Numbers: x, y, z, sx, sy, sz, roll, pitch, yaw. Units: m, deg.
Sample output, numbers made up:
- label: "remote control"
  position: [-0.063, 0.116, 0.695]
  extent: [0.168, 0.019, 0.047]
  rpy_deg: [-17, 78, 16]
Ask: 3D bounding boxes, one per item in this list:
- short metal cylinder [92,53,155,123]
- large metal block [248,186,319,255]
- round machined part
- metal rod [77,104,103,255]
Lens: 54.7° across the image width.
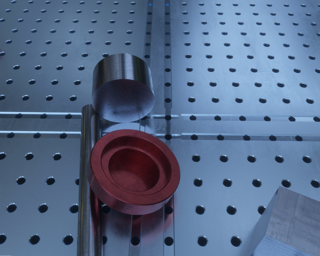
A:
- label: "short metal cylinder"
  position: [-0.050, -0.052, 0.415]
  extent: [0.081, 0.080, 0.050]
  rpy_deg: [-5, 50, -4]
- label: "large metal block"
  position: [0.132, 0.108, 0.283]
  extent: [0.080, 0.080, 0.050]
  rpy_deg: [21, 53, 16]
- label: "round machined part"
  position: [-0.031, 0.051, 0.341]
  extent: [0.099, 0.042, 0.098]
  rpy_deg: [14, 44, -13]
- label: "metal rod"
  position: [-0.075, 0.090, 0.331]
  extent: [0.025, 0.025, 0.300]
  rpy_deg: [-6, 50, -5]
